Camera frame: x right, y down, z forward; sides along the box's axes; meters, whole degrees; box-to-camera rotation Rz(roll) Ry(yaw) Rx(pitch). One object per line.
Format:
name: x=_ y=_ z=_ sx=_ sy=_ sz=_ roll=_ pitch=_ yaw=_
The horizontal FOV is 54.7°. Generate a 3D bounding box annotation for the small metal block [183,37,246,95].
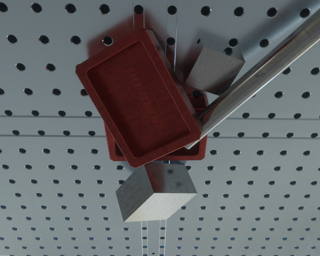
small metal block: x=0.060 y=-0.069 z=0.354 sx=0.050 sy=0.025 sz=0.050 roll=16 pitch=128 yaw=-14

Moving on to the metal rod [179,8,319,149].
metal rod: x=0.132 y=-0.078 z=0.323 sx=0.025 sy=0.025 sz=0.299 roll=36 pitch=114 yaw=-27

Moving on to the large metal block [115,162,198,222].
large metal block: x=-0.007 y=0.096 z=0.460 sx=0.081 sy=0.050 sz=0.080 roll=10 pitch=134 yaw=-39

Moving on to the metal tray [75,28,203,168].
metal tray: x=-0.021 y=-0.031 z=0.342 sx=0.090 sy=0.030 sz=0.130 roll=-26 pitch=99 yaw=17

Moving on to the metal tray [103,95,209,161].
metal tray: x=-0.004 y=0.002 z=0.410 sx=0.131 sy=0.030 sz=0.089 roll=-1 pitch=130 yaw=0
